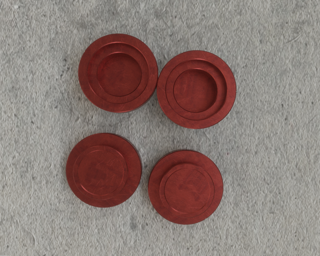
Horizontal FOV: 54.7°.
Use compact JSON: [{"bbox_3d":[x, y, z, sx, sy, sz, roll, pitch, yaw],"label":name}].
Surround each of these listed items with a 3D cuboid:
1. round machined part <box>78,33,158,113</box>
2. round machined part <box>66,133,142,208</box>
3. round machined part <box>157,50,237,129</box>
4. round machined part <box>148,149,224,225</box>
[{"bbox_3d":[-0.051,-0.068,0.401,0.099,0.042,0.097,0,90,0],"label":"round machined part"},{"bbox_3d":[-0.073,0.055,0.401,0.099,0.042,0.097,0,90,0],"label":"round machined part"},{"bbox_3d":[0.045,-0.047,0.402,0.099,0.042,0.097,0,90,0],"label":"round machined part"},{"bbox_3d":[0.034,0.077,0.402,0.099,0.042,0.097,0,90,0],"label":"round machined part"}]
